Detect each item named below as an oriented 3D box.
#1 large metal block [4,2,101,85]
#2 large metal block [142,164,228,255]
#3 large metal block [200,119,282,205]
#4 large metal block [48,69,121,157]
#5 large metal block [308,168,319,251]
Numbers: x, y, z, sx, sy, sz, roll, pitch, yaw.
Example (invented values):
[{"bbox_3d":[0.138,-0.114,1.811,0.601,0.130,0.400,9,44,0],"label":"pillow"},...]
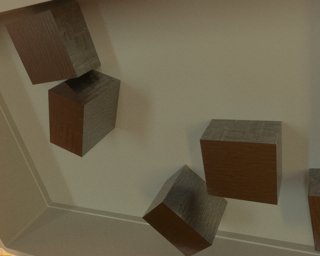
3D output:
[{"bbox_3d":[-0.135,-0.106,0.396,0.080,0.050,0.080,-3,117,29],"label":"large metal block"},{"bbox_3d":[0.036,0.111,0.421,0.080,0.080,0.050,42,129,-1],"label":"large metal block"},{"bbox_3d":[0.098,0.037,0.364,0.080,0.050,0.079,3,120,26],"label":"large metal block"},{"bbox_3d":[-0.099,-0.022,0.409,0.050,0.080,0.079,23,127,14],"label":"large metal block"},{"bbox_3d":[0.211,0.091,0.338,0.080,0.050,0.080,-4,117,30],"label":"large metal block"}]
